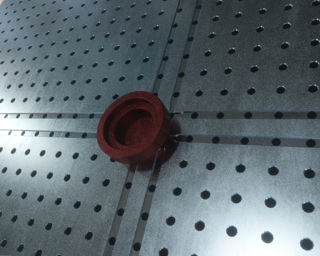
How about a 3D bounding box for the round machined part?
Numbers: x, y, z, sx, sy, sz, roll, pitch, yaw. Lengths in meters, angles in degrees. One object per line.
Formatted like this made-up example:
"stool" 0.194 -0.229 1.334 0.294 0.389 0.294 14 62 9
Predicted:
"round machined part" -0.031 0.003 0.410 0.098 0.042 0.098 -13 56 20
